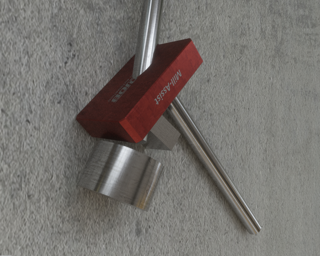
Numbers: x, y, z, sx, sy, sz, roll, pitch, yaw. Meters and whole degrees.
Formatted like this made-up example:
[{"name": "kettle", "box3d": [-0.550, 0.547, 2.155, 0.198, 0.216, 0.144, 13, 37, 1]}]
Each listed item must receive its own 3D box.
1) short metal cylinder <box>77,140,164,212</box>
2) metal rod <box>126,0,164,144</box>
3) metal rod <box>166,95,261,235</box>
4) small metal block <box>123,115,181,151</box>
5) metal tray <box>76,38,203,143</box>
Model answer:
[{"name": "short metal cylinder", "box3d": [-0.042, 0.053, 0.336, 0.080, 0.080, 0.050, 33, 70, -36]}, {"name": "metal rod", "box3d": [-0.011, -0.129, 0.367, 0.025, 0.025, 0.299, 20, 68, -39]}, {"name": "metal rod", "box3d": [0.089, 0.068, 0.481, 0.025, 0.025, 0.299, -51, 120, -28]}, {"name": "small metal block", "box3d": [-0.012, 0.002, 0.380, 0.050, 0.050, 0.025, 45, 63, -31]}, {"name": "metal tray", "box3d": [-0.022, -0.044, 0.344, 0.130, 0.090, 0.030, -53, 125, -27]}]
